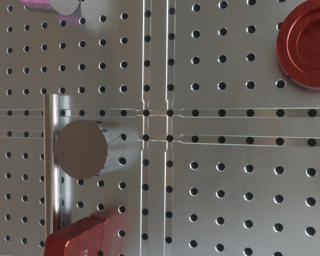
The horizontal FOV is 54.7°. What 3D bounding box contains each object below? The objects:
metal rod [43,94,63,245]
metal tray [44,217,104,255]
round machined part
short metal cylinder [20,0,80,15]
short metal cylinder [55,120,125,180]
[{"bbox_3d":[-0.162,0.099,0.469,0.025,0.025,0.298,-1,90,20],"label":"metal rod"},{"bbox_3d":[-0.120,0.198,0.420,0.030,0.090,0.129,10,93,20],"label":"metal tray"},{"bbox_3d":[0.180,-0.090,0.340,0.098,0.042,0.097,0,90,20],"label":"round machined part"},{"bbox_3d":[-0.156,-0.204,0.438,0.050,0.080,0.080,12,94,19],"label":"short metal cylinder"},{"bbox_3d":[-0.097,0.029,0.433,0.080,0.050,0.080,0,90,20],"label":"short metal cylinder"}]
